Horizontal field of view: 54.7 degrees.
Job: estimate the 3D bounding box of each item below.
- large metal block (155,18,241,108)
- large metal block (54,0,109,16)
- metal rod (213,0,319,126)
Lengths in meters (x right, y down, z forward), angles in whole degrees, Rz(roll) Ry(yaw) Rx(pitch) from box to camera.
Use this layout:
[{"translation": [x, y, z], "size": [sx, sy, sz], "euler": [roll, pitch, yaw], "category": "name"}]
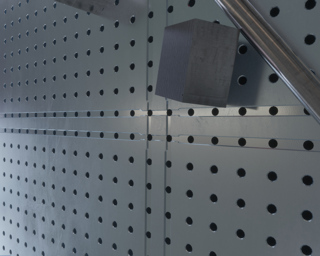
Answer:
[{"translation": [0.037, -0.069, 0.341], "size": [0.080, 0.050, 0.079], "euler": [-151, 68, -67], "category": "large metal block"}, {"translation": [-0.128, -0.232, 0.480], "size": [0.050, 0.081, 0.080], "euler": [-41, 65, 32], "category": "large metal block"}, {"translation": [0.090, -0.106, 0.311], "size": [0.025, 0.025, 0.299], "euler": [-44, 71, 31], "category": "metal rod"}]
